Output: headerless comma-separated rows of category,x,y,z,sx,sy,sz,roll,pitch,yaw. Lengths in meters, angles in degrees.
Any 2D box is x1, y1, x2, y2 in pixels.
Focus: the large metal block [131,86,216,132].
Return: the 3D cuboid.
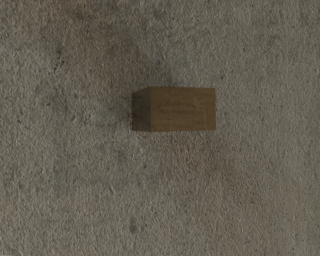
large metal block,0.014,-0.022,0.387,0.081,0.080,0.050,-1,91,-20
